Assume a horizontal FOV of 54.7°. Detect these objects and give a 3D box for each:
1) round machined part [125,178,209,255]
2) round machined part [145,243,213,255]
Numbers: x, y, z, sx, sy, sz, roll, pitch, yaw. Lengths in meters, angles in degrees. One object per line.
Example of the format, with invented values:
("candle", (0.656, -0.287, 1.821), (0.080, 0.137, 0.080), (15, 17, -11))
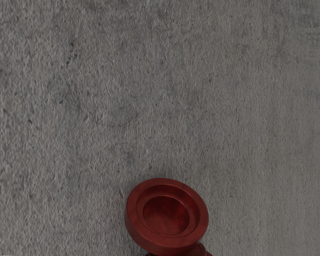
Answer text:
("round machined part", (0.006, 0.111, 0.375), (0.099, 0.098, 0.042), (-21, 139, -38))
("round machined part", (0.022, 0.167, 0.373), (0.099, 0.098, 0.042), (-12, 104, -39))
